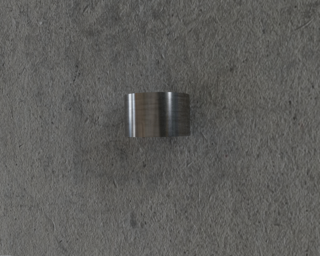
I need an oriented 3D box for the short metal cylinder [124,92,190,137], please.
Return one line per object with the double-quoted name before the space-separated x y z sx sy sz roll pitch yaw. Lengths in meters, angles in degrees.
"short metal cylinder" -0.003 -0.015 0.382 0.080 0.080 0.050 -1 90 19
